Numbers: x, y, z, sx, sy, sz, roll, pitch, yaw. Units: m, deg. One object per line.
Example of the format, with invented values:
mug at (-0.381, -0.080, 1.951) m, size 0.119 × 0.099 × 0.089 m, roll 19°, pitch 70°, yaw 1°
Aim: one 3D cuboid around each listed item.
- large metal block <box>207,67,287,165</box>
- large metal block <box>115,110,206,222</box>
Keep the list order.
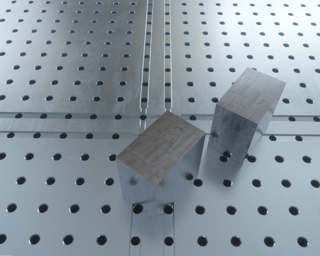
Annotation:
large metal block at (0.106, -0.015, 0.386) m, size 0.050 × 0.080 × 0.080 m, roll 29°, pitch 56°, yaw 22°
large metal block at (0.002, 0.042, 0.337) m, size 0.050 × 0.080 × 0.080 m, roll 32°, pitch 57°, yaw 24°
